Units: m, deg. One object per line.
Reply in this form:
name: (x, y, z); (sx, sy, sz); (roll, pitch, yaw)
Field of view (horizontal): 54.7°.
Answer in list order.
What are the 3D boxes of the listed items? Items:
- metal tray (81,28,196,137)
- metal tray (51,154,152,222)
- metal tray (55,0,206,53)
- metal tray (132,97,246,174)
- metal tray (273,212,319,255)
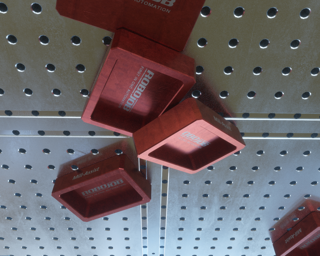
metal tray: (-0.029, -0.040, 0.352); (0.091, 0.030, 0.129); (19, 142, -18)
metal tray: (-0.090, 0.098, 0.490); (0.130, 0.030, 0.090); (-22, 127, 17)
metal tray: (-0.024, -0.134, 0.294); (0.131, 0.030, 0.089); (15, 129, -13)
metal tray: (0.040, 0.016, 0.390); (0.090, 0.030, 0.131); (-32, 147, 24)
metal tray: (0.295, 0.217, 0.597); (0.091, 0.030, 0.129); (17, 128, -14)
